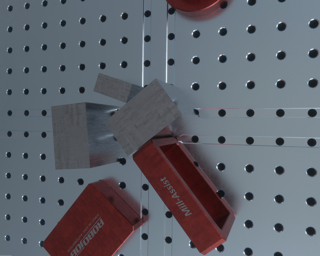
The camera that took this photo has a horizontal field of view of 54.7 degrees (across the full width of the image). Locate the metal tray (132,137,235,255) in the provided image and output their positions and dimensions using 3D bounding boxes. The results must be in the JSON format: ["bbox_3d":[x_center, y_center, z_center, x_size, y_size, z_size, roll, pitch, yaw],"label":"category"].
[{"bbox_3d":[0.032,0.072,0.366,0.030,0.090,0.130,-41,77,16],"label":"metal tray"}]

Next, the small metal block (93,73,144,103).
[{"bbox_3d":[-0.052,-0.052,0.418,0.050,0.050,0.025,20,97,19],"label":"small metal block"}]

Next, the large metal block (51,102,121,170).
[{"bbox_3d":[-0.096,0.010,0.417,0.050,0.080,0.080,-5,88,20],"label":"large metal block"}]

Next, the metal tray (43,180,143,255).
[{"bbox_3d":[-0.098,0.152,0.445,0.090,0.030,0.130,42,103,15],"label":"metal tray"}]

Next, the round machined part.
[{"bbox_3d":[0.044,-0.195,0.388,0.098,0.042,0.097,0,90,20],"label":"round machined part"}]

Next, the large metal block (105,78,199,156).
[{"bbox_3d":[-0.007,-0.011,0.386,0.080,0.080,0.050,-39,78,16],"label":"large metal block"}]
